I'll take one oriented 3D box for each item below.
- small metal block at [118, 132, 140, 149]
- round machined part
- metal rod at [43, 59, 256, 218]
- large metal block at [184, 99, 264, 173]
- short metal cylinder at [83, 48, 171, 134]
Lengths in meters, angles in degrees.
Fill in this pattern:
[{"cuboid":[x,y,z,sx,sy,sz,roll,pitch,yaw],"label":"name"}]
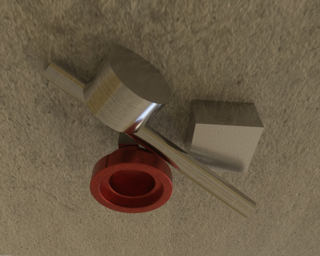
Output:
[{"cuboid":[-0.038,0.022,0.411,0.025,0.050,0.050,-2,130,1],"label":"small metal block"},{"cuboid":[-0.034,0.060,0.384,0.099,0.042,0.097,-1,132,0],"label":"round machined part"},{"cuboid":[-0.004,0.019,0.376,0.301,0.025,0.025,36,122,-10],"label":"metal rod"},{"cuboid":[0.078,0.011,0.403,0.081,0.050,0.079,3,130,-4],"label":"large metal block"},{"cuboid":[-0.035,-0.041,0.337,0.080,0.080,0.050,30,124,-24],"label":"short metal cylinder"}]
